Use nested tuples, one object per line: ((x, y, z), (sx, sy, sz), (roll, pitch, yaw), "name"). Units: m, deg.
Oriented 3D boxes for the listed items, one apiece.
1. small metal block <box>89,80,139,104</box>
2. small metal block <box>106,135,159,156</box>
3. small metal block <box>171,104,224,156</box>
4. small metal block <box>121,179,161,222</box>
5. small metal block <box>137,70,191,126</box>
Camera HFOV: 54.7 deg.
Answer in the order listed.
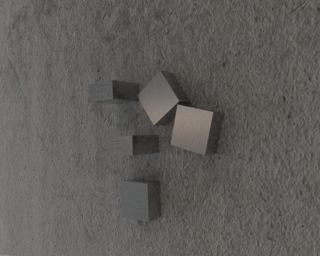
((-0.065, -0.050, 0.443), (0.050, 0.050, 0.025), (-3, 88, 40), "small metal block")
((-0.037, 0.023, 0.419), (0.050, 0.050, 0.025), (-2, 89, 40), "small metal block")
((0.044, 0.001, 0.369), (0.050, 0.025, 0.050), (16, 100, 39), "small metal block")
((-0.026, 0.098, 0.427), (0.050, 0.025, 0.050), (-3, 88, 40), "small metal block")
((0.004, -0.038, 0.402), (0.050, 0.025, 0.050), (-43, 64, 31), "small metal block")
